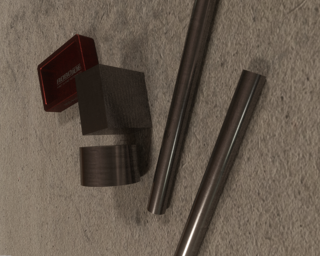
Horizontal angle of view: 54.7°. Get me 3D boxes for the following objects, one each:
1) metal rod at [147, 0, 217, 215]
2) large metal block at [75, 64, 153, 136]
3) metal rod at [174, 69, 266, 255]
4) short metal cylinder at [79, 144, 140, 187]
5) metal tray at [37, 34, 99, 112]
[{"bbox_3d":[0.027,-0.035,0.380,0.025,0.025,0.298,21,103,38],"label":"metal rod"},{"bbox_3d":[-0.061,-0.034,0.417,0.050,0.081,0.080,-15,81,39],"label":"large metal block"},{"bbox_3d":[0.054,0.080,0.358,0.025,0.025,0.298,28,107,36],"label":"metal rod"},{"bbox_3d":[-0.068,0.049,0.423,0.080,0.081,0.050,-4,87,39],"label":"short metal cylinder"},{"bbox_3d":[-0.157,-0.089,0.527,0.130,0.030,0.090,-22,76,37],"label":"metal tray"}]
